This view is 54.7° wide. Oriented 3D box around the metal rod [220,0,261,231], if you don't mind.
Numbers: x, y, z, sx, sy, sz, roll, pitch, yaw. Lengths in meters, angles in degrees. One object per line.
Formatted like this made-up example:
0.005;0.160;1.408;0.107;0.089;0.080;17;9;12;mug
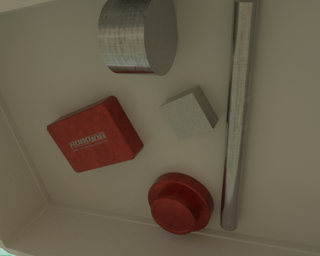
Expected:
0.090;0.009;0.365;0.025;0.025;0.298;10;123;22;metal rod

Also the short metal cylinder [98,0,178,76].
-0.020;-0.096;0.323;0.050;0.080;0.079;7;122;24;short metal cylinder

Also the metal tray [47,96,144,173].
-0.099;0.014;0.464;0.130;0.030;0.090;-17;110;34;metal tray

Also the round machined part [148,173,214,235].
0.026;0.117;0.455;0.098;0.042;0.097;13;124;20;round machined part

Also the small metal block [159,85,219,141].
0.035;-0.018;0.378;0.050;0.025;0.050;-22;107;35;small metal block
